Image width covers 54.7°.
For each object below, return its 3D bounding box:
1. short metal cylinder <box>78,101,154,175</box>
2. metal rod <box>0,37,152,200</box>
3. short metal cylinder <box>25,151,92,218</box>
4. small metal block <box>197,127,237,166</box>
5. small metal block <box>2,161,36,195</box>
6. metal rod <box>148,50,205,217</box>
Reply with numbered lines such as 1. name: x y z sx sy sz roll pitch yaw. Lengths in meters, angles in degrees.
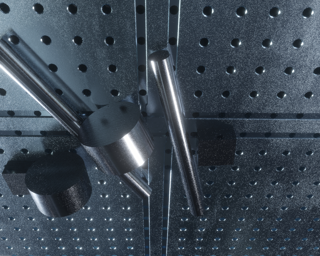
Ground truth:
1. short metal cylinder: -0.053 0.012 0.385 0.080 0.080 0.050 -15 129 12
2. metal rod: -0.102 0.007 0.416 0.025 0.025 0.300 -25 126 19
3. short metal cylinder: -0.142 0.079 0.441 0.080 0.080 0.050 -3 130 2
4. small metal block: 0.078 0.027 0.435 0.050 0.025 0.050 -3 130 2
5. small metal block: -0.204 0.077 0.475 0.050 0.025 0.050 -1 130 1
6. metal rod: 0.032 0.031 0.437 0.025 0.025 0.299 -10 130 8
